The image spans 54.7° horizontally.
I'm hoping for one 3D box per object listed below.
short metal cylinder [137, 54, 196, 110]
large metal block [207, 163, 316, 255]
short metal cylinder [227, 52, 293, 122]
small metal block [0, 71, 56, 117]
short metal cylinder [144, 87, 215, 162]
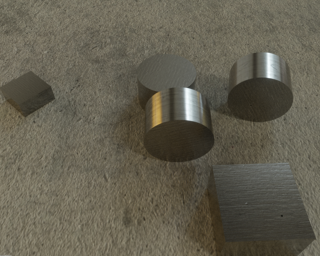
[{"bbox_3d":[0.009,-0.060,0.437,0.081,0.050,0.080,0,50,0],"label":"short metal cylinder"},{"bbox_3d":[0.096,0.084,0.317,0.081,0.050,0.080,-2,50,-2],"label":"large metal block"},{"bbox_3d":[0.132,-0.053,0.413,0.080,0.080,0.050,8,51,7],"label":"short metal cylinder"},{"bbox_3d":[-0.189,-0.050,0.443,0.050,0.025,0.050,35,58,26],"label":"small metal block"},{"bbox_3d":[0.022,-0.002,0.369,0.081,0.080,0.050,0,50,0],"label":"short metal cylinder"}]
